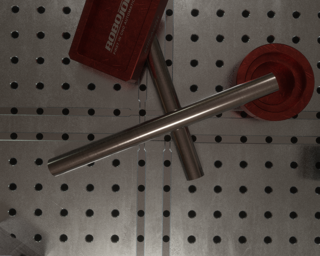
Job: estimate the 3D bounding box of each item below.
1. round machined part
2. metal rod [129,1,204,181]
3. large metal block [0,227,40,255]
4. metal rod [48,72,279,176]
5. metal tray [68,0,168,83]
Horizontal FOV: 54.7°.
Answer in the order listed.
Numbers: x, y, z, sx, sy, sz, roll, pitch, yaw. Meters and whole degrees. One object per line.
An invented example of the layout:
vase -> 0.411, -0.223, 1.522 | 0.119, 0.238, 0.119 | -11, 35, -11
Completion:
round machined part -> 0.144, -0.057, 0.407 | 0.099, 0.042, 0.097 | 0, 90, -1
metal rod -> -0.001, -0.075, 0.413 | 0.025, 0.025, 0.298 | -19, 90, 0
large metal block -> -0.215, 0.187, 0.398 | 0.080, 0.050, 0.080 | 37, 90, -1
metal rod -> -0.003, -0.001, 0.389 | 0.301, 0.025, 0.025 | -21, 90, 9
metal tray -> -0.051, -0.133, 0.390 | 0.090, 0.030, 0.129 | 24, 100, 11
